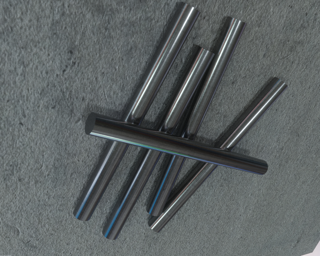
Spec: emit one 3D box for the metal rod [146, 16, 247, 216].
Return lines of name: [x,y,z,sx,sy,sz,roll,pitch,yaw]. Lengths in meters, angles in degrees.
metal rod: [0.042,-0.002,0.428,0.025,0.025,0.298,8,114,-32]

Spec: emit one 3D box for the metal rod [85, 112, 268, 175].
metal rod: [0.045,0.029,0.415,0.302,0.025,0.025,16,110,-35]

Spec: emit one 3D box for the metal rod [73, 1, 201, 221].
metal rod: [-0.036,-0.008,0.381,0.025,0.025,0.298,18,109,-35]

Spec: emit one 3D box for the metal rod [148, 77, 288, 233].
metal rod: [0.085,0.045,0.481,0.025,0.025,0.299,34,99,-39]

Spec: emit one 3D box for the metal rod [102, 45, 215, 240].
metal rod: [-0.009,0.031,0.420,0.025,0.025,0.298,15,110,-35]
